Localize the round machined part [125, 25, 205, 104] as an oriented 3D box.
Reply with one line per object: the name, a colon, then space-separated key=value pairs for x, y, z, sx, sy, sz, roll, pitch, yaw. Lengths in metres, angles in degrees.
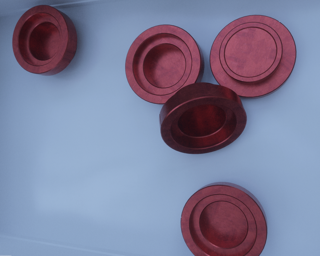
round machined part: x=0.009 y=-0.078 z=0.398 sx=0.098 sy=0.042 sz=0.097 roll=0 pitch=90 yaw=19

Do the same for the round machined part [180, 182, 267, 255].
round machined part: x=0.078 y=0.114 z=0.374 sx=0.098 sy=0.042 sz=0.097 roll=0 pitch=90 yaw=19

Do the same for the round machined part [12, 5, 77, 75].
round machined part: x=-0.164 y=-0.126 z=0.458 sx=0.098 sy=0.042 sz=0.097 roll=0 pitch=90 yaw=19

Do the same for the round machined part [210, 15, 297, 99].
round machined part: x=0.107 y=-0.085 z=0.364 sx=0.098 sy=0.042 sz=0.097 roll=0 pitch=90 yaw=19

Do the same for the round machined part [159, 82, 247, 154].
round machined part: x=0.048 y=-0.015 z=0.365 sx=0.098 sy=0.098 sz=0.042 roll=-24 pitch=46 yaw=18
